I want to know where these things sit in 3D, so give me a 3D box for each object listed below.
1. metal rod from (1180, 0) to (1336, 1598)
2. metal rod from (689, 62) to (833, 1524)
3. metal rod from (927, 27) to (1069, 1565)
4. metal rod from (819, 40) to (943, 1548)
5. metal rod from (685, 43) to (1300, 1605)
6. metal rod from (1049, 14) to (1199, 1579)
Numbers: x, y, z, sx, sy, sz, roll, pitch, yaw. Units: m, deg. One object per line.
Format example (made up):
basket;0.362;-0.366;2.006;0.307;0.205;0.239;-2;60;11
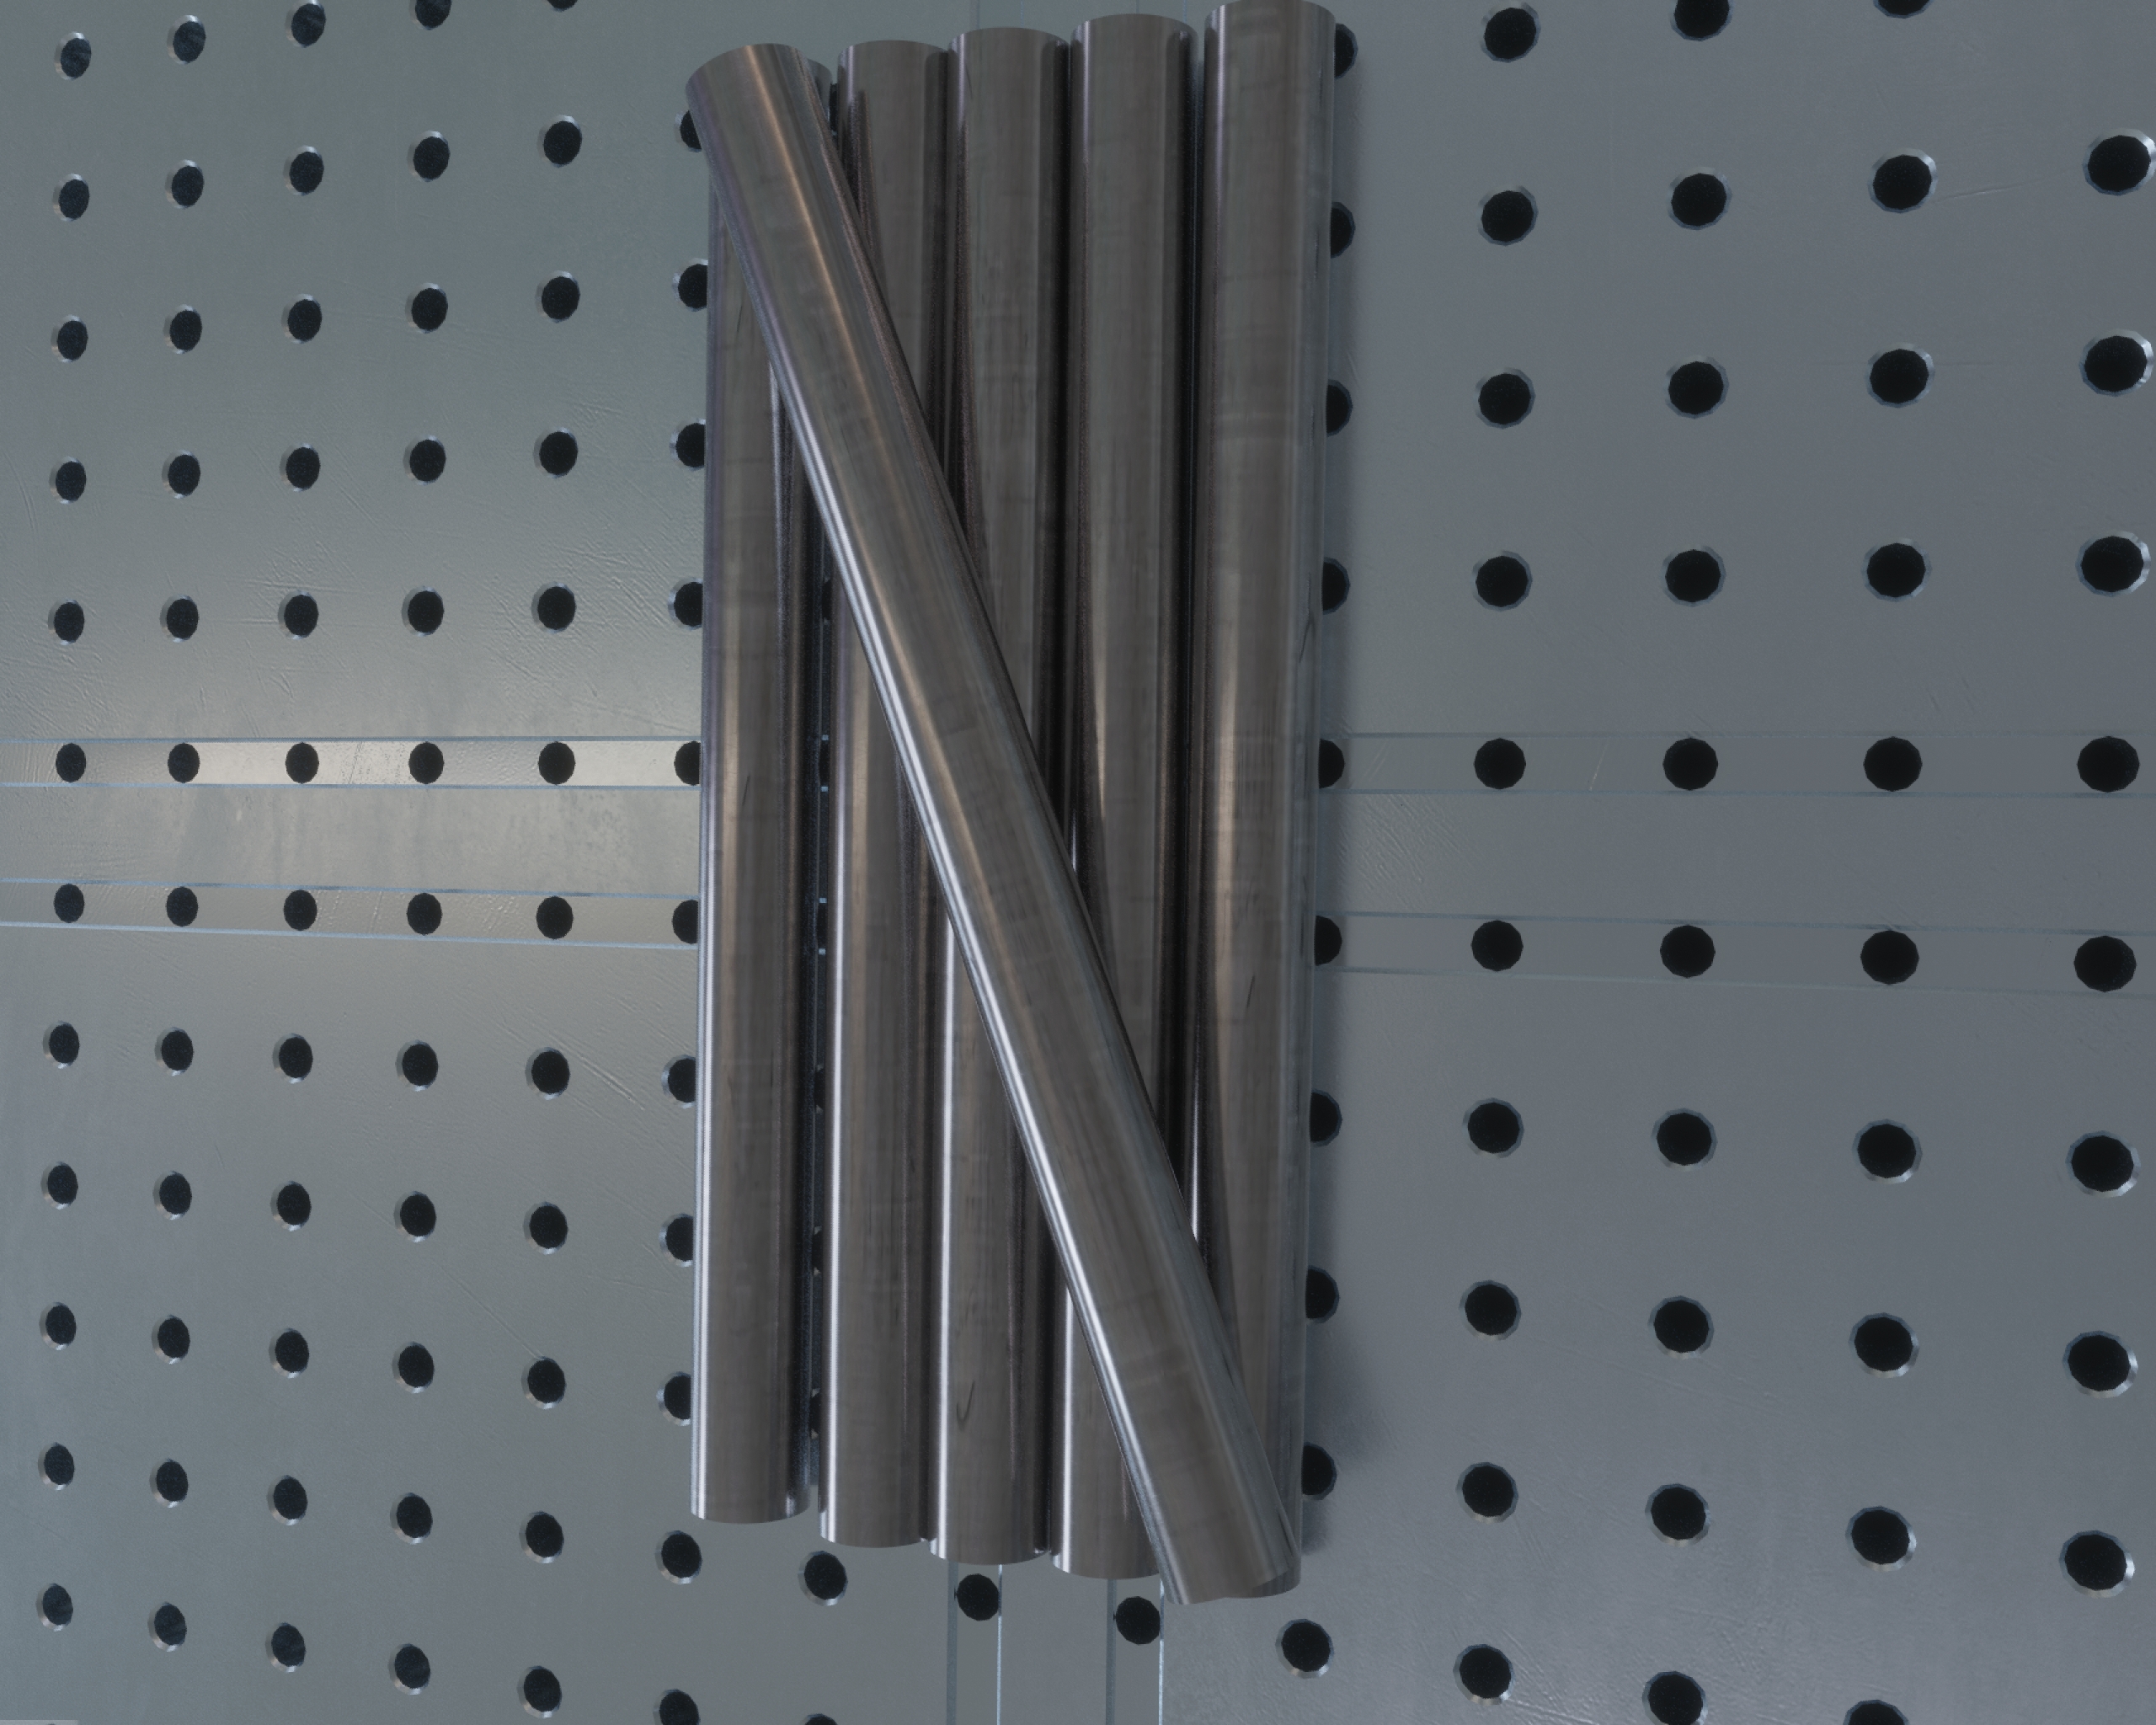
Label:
metal rod;0.034;-0.012;0.402;0.025;0.025;0.298;1;90;20
metal rod;-0.066;-0.015;0.435;0.025;0.025;0.298;1;90;20
metal rod;-0.016;-0.013;0.417;0.025;0.025;0.298;1;90;20
metal rod;-0.038;-0.013;0.426;0.025;0.025;0.298;1;90;20
metal rod;-0.018;-0.012;0.393;0.025;0.025;0.299;-20;83;19
metal rod;0.009;-0.012;0.410;0.025;0.025;0.298;1;90;20
